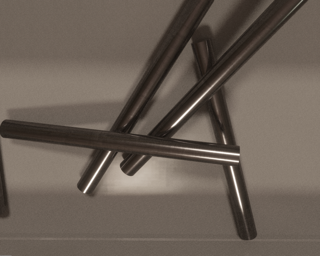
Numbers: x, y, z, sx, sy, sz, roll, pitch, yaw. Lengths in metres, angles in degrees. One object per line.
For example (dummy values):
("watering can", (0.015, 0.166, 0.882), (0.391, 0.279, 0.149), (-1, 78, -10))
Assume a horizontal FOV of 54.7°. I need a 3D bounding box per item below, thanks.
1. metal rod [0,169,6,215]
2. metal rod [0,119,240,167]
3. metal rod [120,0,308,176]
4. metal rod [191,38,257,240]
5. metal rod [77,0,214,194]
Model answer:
("metal rod", (-0.231, -0.018, 0.401), (0.025, 0.025, 0.298), (3, 110, -2))
("metal rod", (-0.056, 0.017, 0.388), (0.302, 0.025, 0.025), (6, 110, 8))
("metal rod", (0.049, -0.041, 0.372), (0.025, 0.025, 0.299), (38, 115, -13))
("metal rod", (0.093, 0.029, 0.423), (0.025, 0.025, 0.298), (-16, 110, 5))
("metal rod", (-0.027, -0.034, 0.398), (0.025, 0.025, 0.298), (30, 107, -11))
